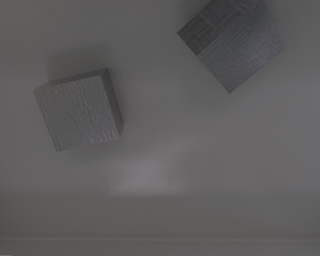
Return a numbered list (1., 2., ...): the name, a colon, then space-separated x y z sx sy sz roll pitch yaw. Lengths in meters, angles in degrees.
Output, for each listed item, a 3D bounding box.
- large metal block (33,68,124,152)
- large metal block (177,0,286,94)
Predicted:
1. large metal block: -0.097 -0.024 0.388 0.080 0.050 0.080 -12 110 4
2. large metal block: 0.080 -0.097 0.344 0.080 0.050 0.080 -41 137 13
